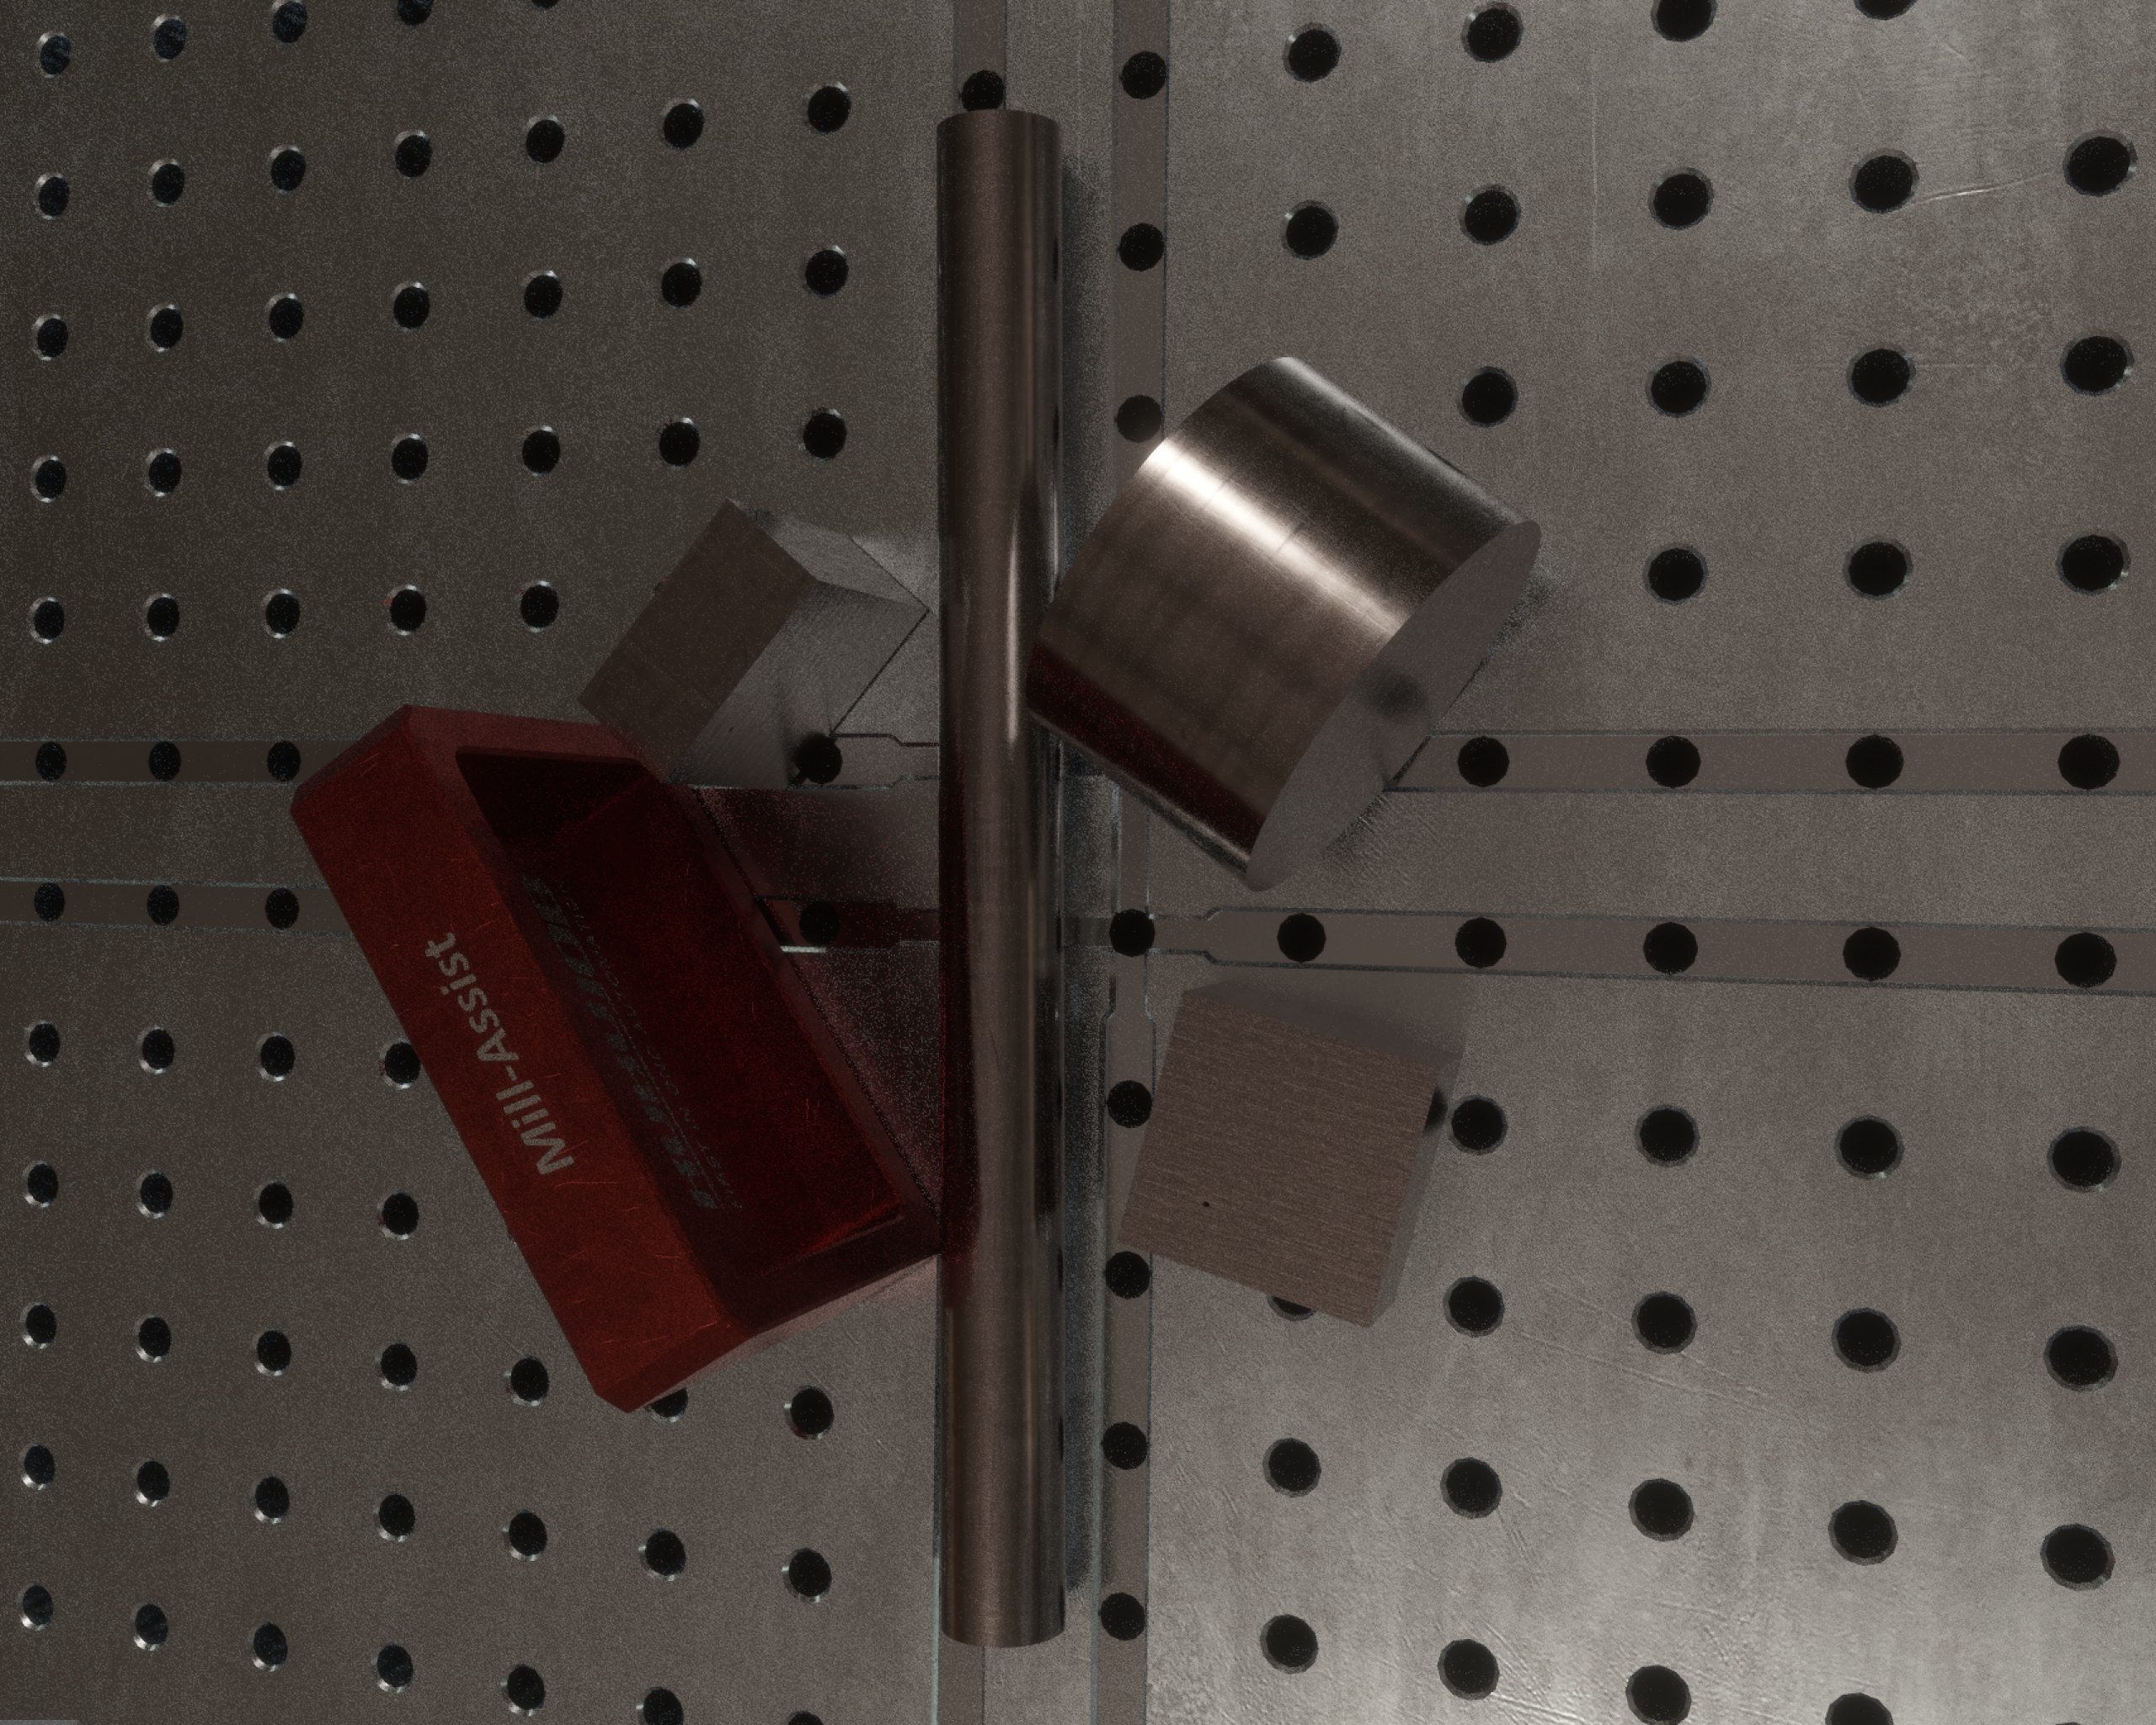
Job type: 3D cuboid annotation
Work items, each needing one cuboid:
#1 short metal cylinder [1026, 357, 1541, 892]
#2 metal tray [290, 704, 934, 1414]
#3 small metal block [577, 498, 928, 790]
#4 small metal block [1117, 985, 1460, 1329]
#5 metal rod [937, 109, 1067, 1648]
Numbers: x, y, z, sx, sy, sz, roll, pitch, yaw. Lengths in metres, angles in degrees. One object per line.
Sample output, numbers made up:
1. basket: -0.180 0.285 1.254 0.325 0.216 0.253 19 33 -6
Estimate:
1. short metal cylinder: 0.036 -0.041 0.370 0.050 0.080 0.080 39 102 15
2. metal tray: -0.086 0.033 0.406 0.030 0.090 0.130 -34 79 17
3. small metal block: -0.064 -0.042 0.420 0.025 0.050 0.050 43 103 14
4. small metal block: 0.041 0.055 0.398 0.050 0.025 0.050 16 95 19
5. metal rod: -0.015 0.003 0.416 0.025 0.025 0.298 0 90 19
